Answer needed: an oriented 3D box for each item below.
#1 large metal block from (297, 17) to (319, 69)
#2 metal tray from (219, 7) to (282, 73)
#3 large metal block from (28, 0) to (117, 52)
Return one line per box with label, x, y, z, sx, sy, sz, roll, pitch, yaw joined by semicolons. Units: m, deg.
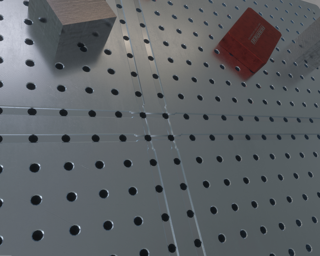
large metal block;0.352;-0.191;0.679;0.050;0.080;0.080;27;52;-12
metal tray;0.181;-0.176;0.610;0.090;0.030;0.131;39;51;-2
large metal block;-0.120;-0.158;0.424;0.081;0.050;0.080;-26;76;-37
